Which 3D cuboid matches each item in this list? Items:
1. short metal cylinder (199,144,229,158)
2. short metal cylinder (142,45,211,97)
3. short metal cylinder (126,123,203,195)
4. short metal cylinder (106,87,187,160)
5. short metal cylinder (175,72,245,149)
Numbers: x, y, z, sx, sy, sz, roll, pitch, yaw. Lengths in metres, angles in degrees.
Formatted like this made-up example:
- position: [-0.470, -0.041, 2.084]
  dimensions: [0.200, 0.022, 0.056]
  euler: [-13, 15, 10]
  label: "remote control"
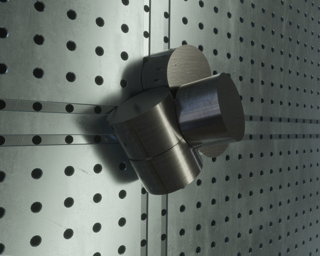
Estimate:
- position: [0.057, 0.001, 0.442]
  dimensions: [0.081, 0.050, 0.079]
  euler: [0, 90, -40]
  label: "short metal cylinder"
- position: [0.023, -0.066, 0.413]
  dimensions: [0.081, 0.050, 0.079]
  euler: [0, 90, -40]
  label: "short metal cylinder"
- position: [0.006, 0.036, 0.380]
  dimensions: [0.080, 0.080, 0.050]
  euler: [-41, 116, -32]
  label: "short metal cylinder"
- position: [-0.015, -0.006, 0.363]
  dimensions: [0.080, 0.080, 0.050]
  euler: [-41, 116, -32]
  label: "short metal cylinder"
- position: [0.060, -0.019, 0.362]
  dimensions: [0.080, 0.050, 0.080]
  euler: [28, 55, -51]
  label: "short metal cylinder"
